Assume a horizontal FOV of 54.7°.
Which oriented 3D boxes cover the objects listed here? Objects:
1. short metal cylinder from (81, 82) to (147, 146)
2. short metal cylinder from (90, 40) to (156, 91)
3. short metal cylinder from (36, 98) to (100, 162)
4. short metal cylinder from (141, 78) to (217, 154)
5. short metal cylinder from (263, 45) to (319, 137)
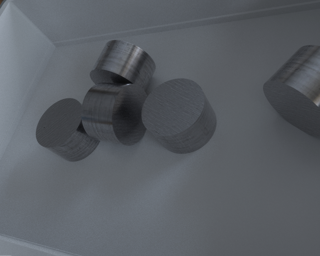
[{"bbox_3d":[-0.057,-0.020,0.411,0.050,0.080,0.080,7,65,31],"label":"short metal cylinder"},{"bbox_3d":[-0.053,-0.080,0.446,0.080,0.080,0.050,10,67,32],"label":"short metal cylinder"},{"bbox_3d":[-0.132,0.003,0.455,0.080,0.050,0.080,-13,56,20],"label":"short metal cylinder"},{"bbox_3d":[0.024,-0.014,0.385,0.080,0.050,0.080,-13,56,20],"label":"short metal cylinder"},{"bbox_3d":[0.153,-0.036,0.312,0.050,0.080,0.080,-45,51,-3],"label":"short metal cylinder"}]
